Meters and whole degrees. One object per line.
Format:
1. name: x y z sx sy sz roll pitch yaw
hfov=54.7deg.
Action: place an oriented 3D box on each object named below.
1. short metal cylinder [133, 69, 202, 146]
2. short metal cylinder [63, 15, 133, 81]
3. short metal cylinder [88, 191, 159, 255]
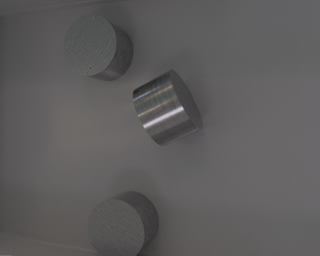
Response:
1. short metal cylinder: 0.011 -0.024 0.377 0.050 0.080 0.080 -27 81 18
2. short metal cylinder: -0.084 -0.108 0.427 0.080 0.050 0.080 0 90 20
3. short metal cylinder: -0.048 0.129 0.414 0.080 0.050 0.080 0 90 20
